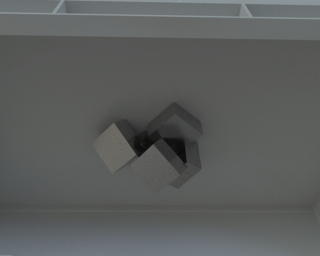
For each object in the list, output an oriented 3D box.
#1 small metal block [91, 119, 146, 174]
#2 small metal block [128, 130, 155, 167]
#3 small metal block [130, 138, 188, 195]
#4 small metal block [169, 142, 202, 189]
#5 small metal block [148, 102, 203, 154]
[{"bbox_3d":[-0.055,0.025,0.411,0.050,0.025,0.050,-40,82,28],"label":"small metal block"},{"bbox_3d":[-0.019,0.038,0.439,0.050,0.025,0.050,35,122,-26],"label":"small metal block"},{"bbox_3d":[-0.002,0.050,0.401,0.050,0.025,0.050,49,121,5],"label":"small metal block"},{"bbox_3d":[0.030,0.048,0.432,0.025,0.050,0.050,29,124,-22],"label":"small metal block"},{"bbox_3d":[0.020,0.002,0.409,0.050,0.025,0.050,35,122,-26],"label":"small metal block"}]
